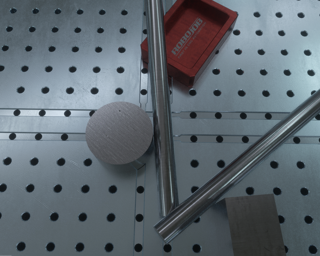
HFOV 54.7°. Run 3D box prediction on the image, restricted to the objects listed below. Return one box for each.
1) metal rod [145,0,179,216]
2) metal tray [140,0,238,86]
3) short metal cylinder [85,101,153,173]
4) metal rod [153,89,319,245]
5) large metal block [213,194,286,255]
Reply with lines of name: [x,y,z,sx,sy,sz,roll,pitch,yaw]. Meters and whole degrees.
metal rod: [0.001,-0.041,0.403,0.025,0.025,0.298,-4,79,-2]
metal tray: [0.043,-0.136,0.459,0.090,0.030,0.130,32,73,10]
short metal cylinder: [-0.049,0.013,0.393,0.081,0.050,0.080,0,70,0]
metal rod: [0.117,0.036,0.388,0.301,0.025,0.025,-36,74,-17]
large metal block: [0.094,0.120,0.340,0.050,0.080,0.080,-4,70,-2]
